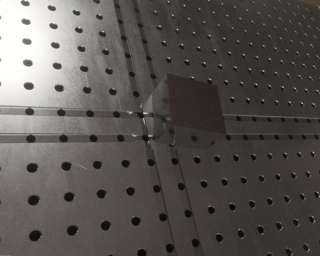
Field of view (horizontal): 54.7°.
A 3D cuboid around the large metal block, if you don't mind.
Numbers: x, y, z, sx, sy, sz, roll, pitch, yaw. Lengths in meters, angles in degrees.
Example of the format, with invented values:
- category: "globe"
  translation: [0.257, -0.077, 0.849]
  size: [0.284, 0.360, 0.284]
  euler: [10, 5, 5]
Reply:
- category: "large metal block"
  translation: [0.037, -0.021, 0.427]
  size: [0.081, 0.050, 0.080]
  euler: [10, 58, -24]
